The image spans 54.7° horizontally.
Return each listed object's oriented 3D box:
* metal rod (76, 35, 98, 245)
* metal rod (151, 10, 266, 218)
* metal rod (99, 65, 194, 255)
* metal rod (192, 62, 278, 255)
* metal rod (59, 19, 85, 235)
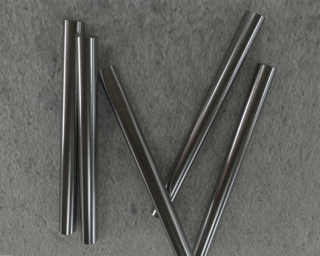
[{"bbox_3d":[-0.095,0.032,0.410,0.025,0.025,0.298,4,114,-2],"label":"metal rod"},{"bbox_3d":[0.055,-0.003,0.409,0.025,0.025,0.298,21,109,-8],"label":"metal rod"},{"bbox_3d":[-0.013,0.062,0.412,0.025,0.025,0.298,-21,102,7],"label":"metal rod"},{"bbox_3d":[0.097,0.058,0.432,0.025,0.025,0.298,13,110,-5],"label":"metal rod"},{"bbox_3d":[-0.119,0.013,0.412,0.025,0.025,0.298,7,110,-3],"label":"metal rod"}]
